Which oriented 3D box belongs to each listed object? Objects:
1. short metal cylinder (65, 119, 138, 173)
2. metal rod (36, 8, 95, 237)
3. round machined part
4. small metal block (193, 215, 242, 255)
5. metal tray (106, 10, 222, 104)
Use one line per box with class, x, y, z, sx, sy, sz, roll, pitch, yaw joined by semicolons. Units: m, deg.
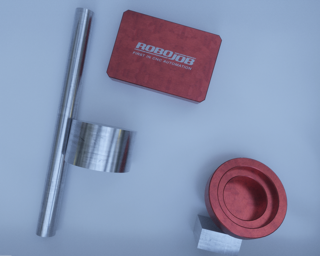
short metal cylinder;-0.072;0.021;0.383;0.080;0.080;0.050;11;90;-1
metal rod;-0.125;-0.007;0.409;0.025;0.025;0.298;10;90;-1
round machined part;0.104;0.090;0.392;0.099;0.042;0.098;3;65;-7
small metal block;0.073;0.138;0.399;0.050;0.050;0.025;14;93;-1
metal tray;0.005;-0.092;0.409;0.131;0.030;0.090;16;90;-1
